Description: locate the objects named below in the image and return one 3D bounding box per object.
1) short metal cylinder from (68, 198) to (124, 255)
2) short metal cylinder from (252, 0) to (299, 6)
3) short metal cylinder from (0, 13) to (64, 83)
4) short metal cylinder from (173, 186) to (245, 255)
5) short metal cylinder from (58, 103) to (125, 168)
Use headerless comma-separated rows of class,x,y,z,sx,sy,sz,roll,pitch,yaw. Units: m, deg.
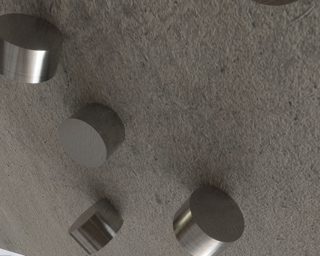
short metal cylinder,-0.110,0.168,0.533,0.080,0.080,0.050,-34,99,38
short metal cylinder,0.100,-0.145,0.248,0.080,0.050,0.079,13,124,21
short metal cylinder,-0.170,-0.103,0.398,0.080,0.080,0.050,34,129,5
short metal cylinder,0.064,0.126,0.415,0.080,0.080,0.050,35,129,5
short metal cylinder,-0.098,0.010,0.449,0.080,0.050,0.079,13,124,21
